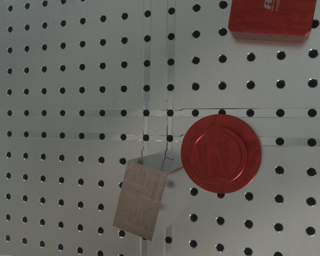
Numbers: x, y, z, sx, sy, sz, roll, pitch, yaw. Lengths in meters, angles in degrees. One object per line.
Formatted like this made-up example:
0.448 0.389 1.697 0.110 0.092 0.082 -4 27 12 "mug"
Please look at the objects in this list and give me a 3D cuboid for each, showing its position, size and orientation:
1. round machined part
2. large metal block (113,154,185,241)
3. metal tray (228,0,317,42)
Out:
0.072 0.032 0.378 0.098 0.042 0.097 0 90 19 "round machined part"
-0.009 0.081 0.387 0.050 0.080 0.080 15 95 19 "large metal block"
0.136 -0.171 0.362 0.090 0.030 0.129 10 93 19 "metal tray"
